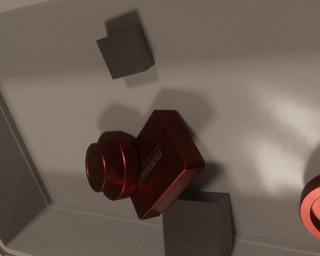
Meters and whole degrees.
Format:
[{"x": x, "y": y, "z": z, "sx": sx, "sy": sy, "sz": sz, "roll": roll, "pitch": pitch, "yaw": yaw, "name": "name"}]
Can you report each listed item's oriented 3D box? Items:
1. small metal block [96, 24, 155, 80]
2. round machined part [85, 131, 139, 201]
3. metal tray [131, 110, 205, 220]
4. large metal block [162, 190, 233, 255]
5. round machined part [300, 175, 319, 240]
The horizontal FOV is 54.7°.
[{"x": -0.041, "y": -0.091, "z": 0.373, "sx": 0.050, "sy": 0.025, "sz": 0.050, "roll": -8, "pitch": 114, "yaw": 31, "name": "small metal block"}, {"x": -0.073, "y": 0.054, "z": 0.436, "sx": 0.098, "sy": 0.042, "sz": 0.097, "roll": 7, "pitch": 98, "yaw": 55, "name": "round machined part"}, {"x": -0.004, "y": 0.050, "z": 0.405, "sx": 0.129, "sy": 0.030, "sz": 0.090, "roll": -56, "pitch": 49, "yaw": 39, "name": "metal tray"}, {"x": 0.052, "y": 0.133, "z": 0.428, "sx": 0.080, "sy": 0.050, "sz": 0.079, "roll": -2, "pitch": 93, "yaw": 28, "name": "large metal block"}, {"x": 0.209, "y": 0.085, "z": 0.340, "sx": 0.098, "sy": 0.042, "sz": 0.097, "roll": 13, "pitch": 124, "yaw": 21, "name": "round machined part"}]
